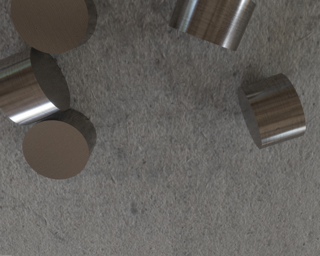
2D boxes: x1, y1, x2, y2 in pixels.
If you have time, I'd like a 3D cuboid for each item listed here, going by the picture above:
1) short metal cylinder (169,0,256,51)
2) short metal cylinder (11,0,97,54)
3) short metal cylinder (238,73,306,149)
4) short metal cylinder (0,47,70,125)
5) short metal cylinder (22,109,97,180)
[{"bbox_3d":[0.055,-0.122,0.336,0.080,0.080,0.050,18,109,-7],"label":"short metal cylinder"},{"bbox_3d":[-0.116,-0.127,0.348,0.081,0.050,0.079,0,110,-1],"label":"short metal cylinder"},{"bbox_3d":[0.132,-0.020,0.375,0.050,0.080,0.080,-19,109,6],"label":"short metal cylinder"},{"bbox_3d":[-0.148,-0.049,0.360,0.050,0.080,0.080,-21,109,7],"label":"short metal cylinder"},{"bbox_3d":[-0.128,0.019,0.402,0.081,0.050,0.079,0,110,-1],"label":"short metal cylinder"}]
